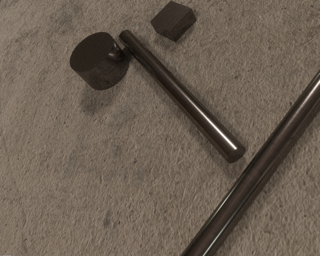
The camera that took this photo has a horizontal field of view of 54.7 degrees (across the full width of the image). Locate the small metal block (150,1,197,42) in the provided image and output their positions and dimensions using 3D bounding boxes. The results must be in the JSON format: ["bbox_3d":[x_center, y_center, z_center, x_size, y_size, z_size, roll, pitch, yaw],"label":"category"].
[{"bbox_3d":[0.021,-0.172,0.497,0.050,0.025,0.050,-47,52,-5],"label":"small metal block"}]

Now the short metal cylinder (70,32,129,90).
[{"bbox_3d":[-0.098,-0.108,0.503,0.080,0.050,0.080,-13,56,20],"label":"short metal cylinder"}]

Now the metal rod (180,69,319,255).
[{"bbox_3d":[0.115,0.030,0.324,0.025,0.025,0.300,33,79,38],"label":"metal rod"}]

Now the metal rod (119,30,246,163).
[{"bbox_3d":[0.013,-0.063,0.434,0.025,0.025,0.300,-39,51,2],"label":"metal rod"}]
